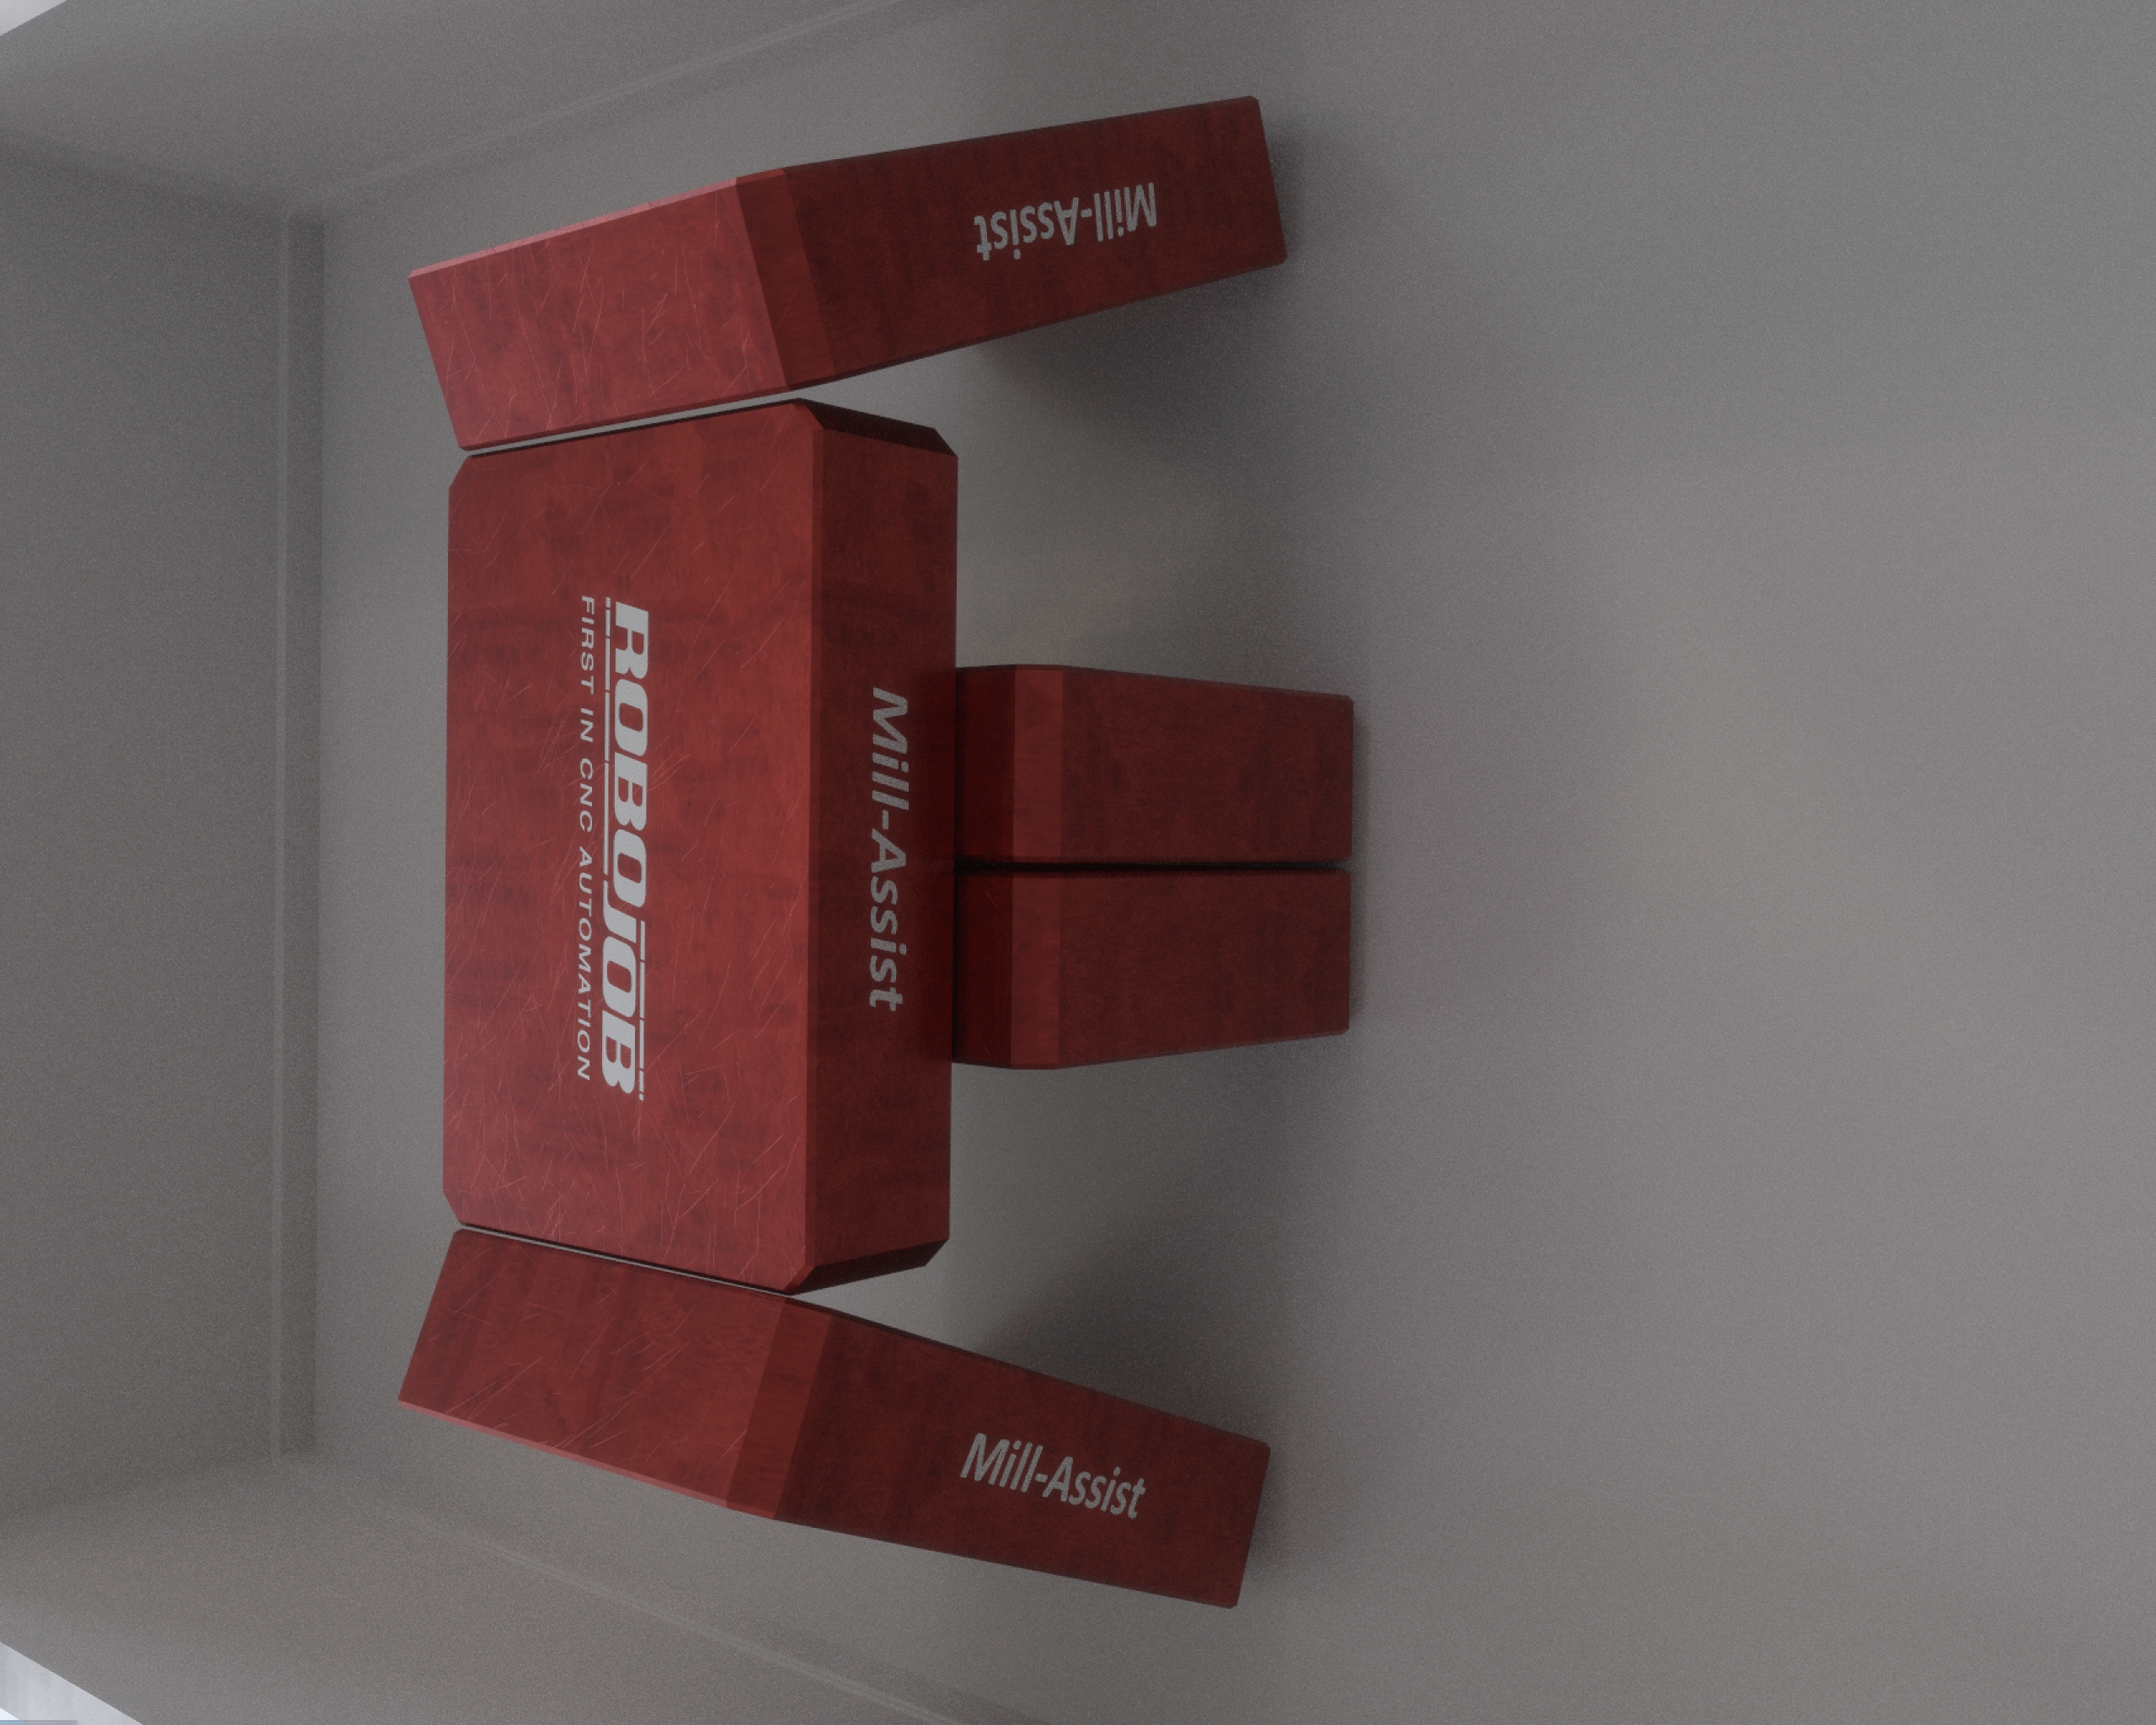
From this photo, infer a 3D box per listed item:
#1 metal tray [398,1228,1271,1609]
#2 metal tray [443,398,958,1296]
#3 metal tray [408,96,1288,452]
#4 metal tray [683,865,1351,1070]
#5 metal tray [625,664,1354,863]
[{"bbox_3d":[-0.038,0.099,0.366,0.090,0.130,0.030,1,69,39],"label":"metal tray"},{"bbox_3d":[-0.063,-0.003,0.336,0.090,0.030,0.129,1,91,39],"label":"metal tray"},{"bbox_3d":[-0.036,-0.104,0.365,0.090,0.131,0.030,1,111,40],"label":"metal tray"},{"bbox_3d":[-0.027,0.015,0.386,0.130,0.091,0.030,1,91,40],"label":"metal tray"},{"bbox_3d":[-0.027,-0.016,0.385,0.130,0.091,0.030,1,91,40],"label":"metal tray"}]
